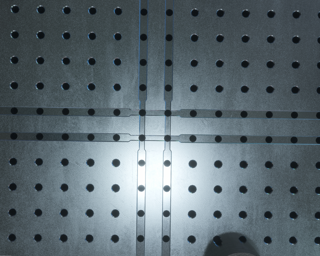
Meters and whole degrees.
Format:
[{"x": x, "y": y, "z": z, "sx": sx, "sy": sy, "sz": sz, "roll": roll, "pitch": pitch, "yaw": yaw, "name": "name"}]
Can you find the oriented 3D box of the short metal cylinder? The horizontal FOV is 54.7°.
[{"x": 0.099, "y": 0.192, "z": 0.402, "sx": 0.081, "sy": 0.050, "sz": 0.079, "roll": 0, "pitch": 90, "yaw": -1, "name": "short metal cylinder"}]
